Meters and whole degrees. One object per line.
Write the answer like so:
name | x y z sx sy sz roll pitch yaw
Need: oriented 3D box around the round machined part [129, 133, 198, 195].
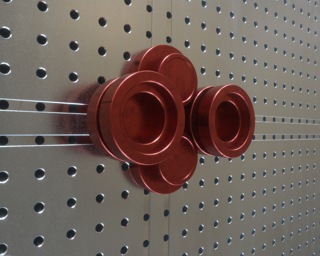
round machined part | 0.011 0.038 0.405 0.099 0.042 0.097 0 90 -40

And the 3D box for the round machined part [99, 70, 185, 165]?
round machined part | -0.023 -0.011 0.336 0.099 0.042 0.097 0 90 -40

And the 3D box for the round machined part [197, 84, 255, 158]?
round machined part | 0.084 -0.009 0.425 0.099 0.042 0.097 0 90 -40

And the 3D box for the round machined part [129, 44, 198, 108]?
round machined part | 0.011 -0.060 0.406 0.099 0.042 0.097 0 90 -40

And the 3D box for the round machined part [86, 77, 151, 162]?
round machined part | -0.041 -0.010 0.362 0.099 0.042 0.097 0 90 -40

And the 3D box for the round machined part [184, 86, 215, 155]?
round machined part | 0.064 -0.010 0.449 0.099 0.042 0.097 0 90 -40
